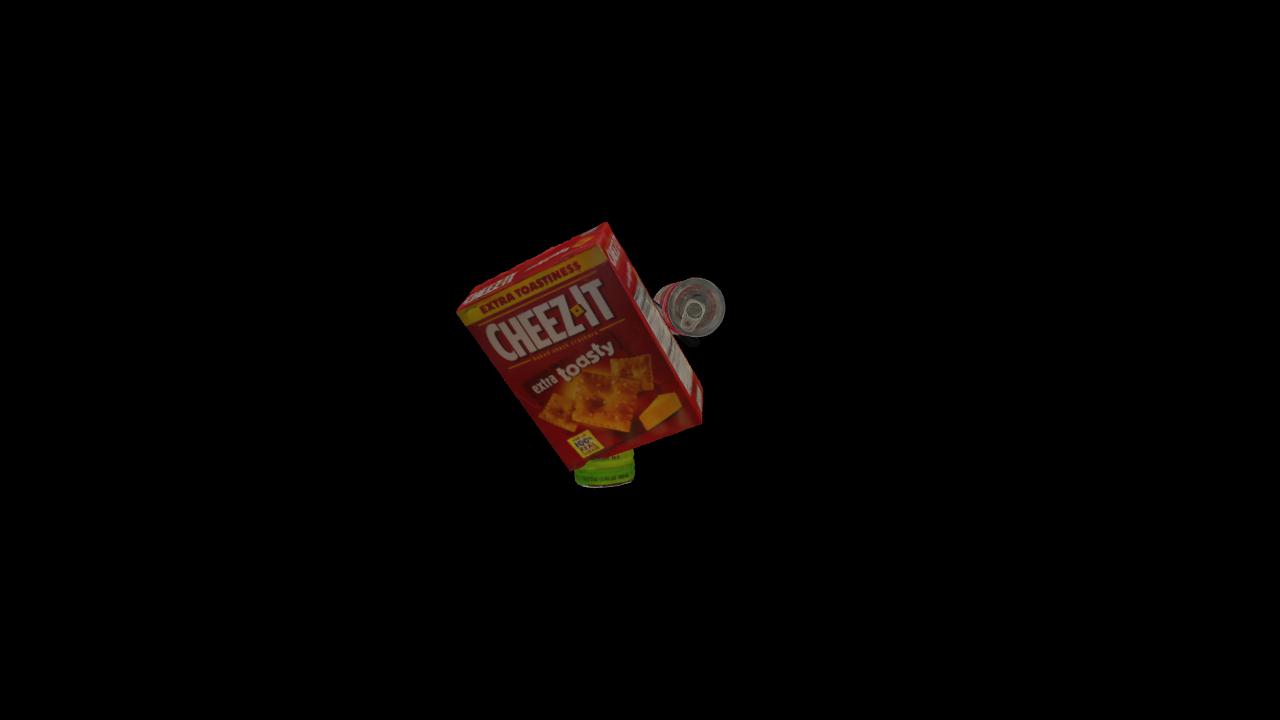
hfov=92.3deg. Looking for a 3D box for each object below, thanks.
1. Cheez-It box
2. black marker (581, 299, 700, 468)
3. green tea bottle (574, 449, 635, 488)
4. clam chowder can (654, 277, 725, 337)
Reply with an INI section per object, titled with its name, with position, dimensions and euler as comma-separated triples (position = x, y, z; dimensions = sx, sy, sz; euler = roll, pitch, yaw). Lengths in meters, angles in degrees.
[Cheez-It box]
position = -0.053, -0.006, 0.635
dimensions = 0.166, 0.223, 0.071
euler = -22, 26, 18
[black marker]
position = 0.024, -0.054, 0.726
dimensions = 0.121, 0.020, 0.020
euler = 37, -11, -15
[green tea bottle]
position = -0.046, 0.034, 0.697
dimensions = 0.073, 0.212, 0.073
euler = -3, -1, 0
[clam chowder can]
position = 0.055, -0.062, 0.740
dimensions = 0.068, 0.068, 0.102
euler = 0, 3, -10
